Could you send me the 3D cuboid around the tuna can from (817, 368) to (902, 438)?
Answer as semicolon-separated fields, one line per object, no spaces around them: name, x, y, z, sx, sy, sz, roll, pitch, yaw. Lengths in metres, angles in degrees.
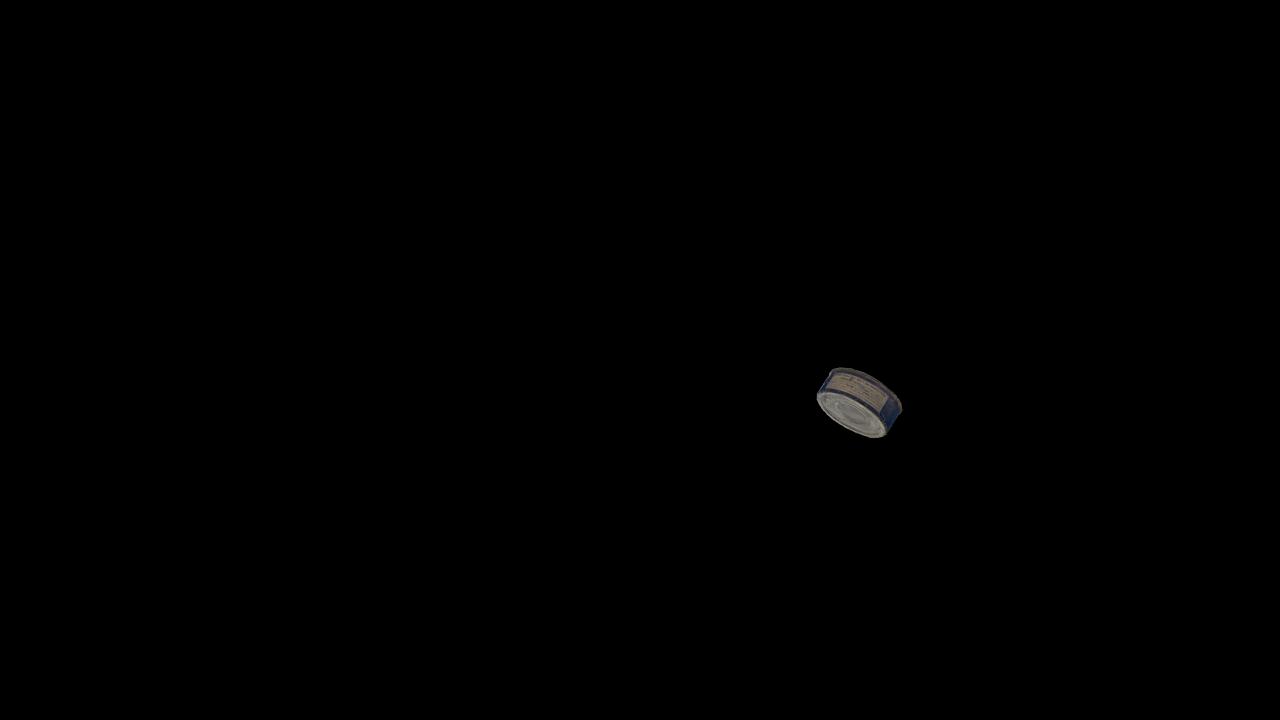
tuna can;0.235;0.047;0.664;0.084;0.034;0.084;34;-15;11
